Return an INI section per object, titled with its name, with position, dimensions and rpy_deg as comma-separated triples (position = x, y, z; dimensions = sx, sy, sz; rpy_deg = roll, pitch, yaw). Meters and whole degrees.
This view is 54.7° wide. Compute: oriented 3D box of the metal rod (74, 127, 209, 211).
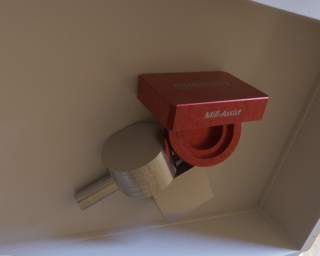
[metal rod]
position = 0.022, 0.027, 0.437
dimensions = 0.302, 0.025, 0.025
rpy_deg = -29, 129, -10

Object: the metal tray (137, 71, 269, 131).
[metal tray]
position = 0.049, -0.037, 0.369
dimensions = 0.131, 0.090, 0.030
rpy_deg = -7, 122, -26

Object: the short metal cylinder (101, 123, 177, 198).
[short metal cylinder]
position = -0.025, 0.039, 0.383
dimensions = 0.080, 0.080, 0.050
rpy_deg = -30, 129, -10

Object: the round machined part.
[round machined part]
position = 0.053, 0.000, 0.408
dimensions = 0.099, 0.042, 0.097
rpy_deg = -1, 93, -14

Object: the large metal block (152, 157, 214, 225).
[large metal block]
position = 0.024, 0.082, 0.454
dimensions = 0.080, 0.050, 0.080
rpy_deg = -29, 129, -10
